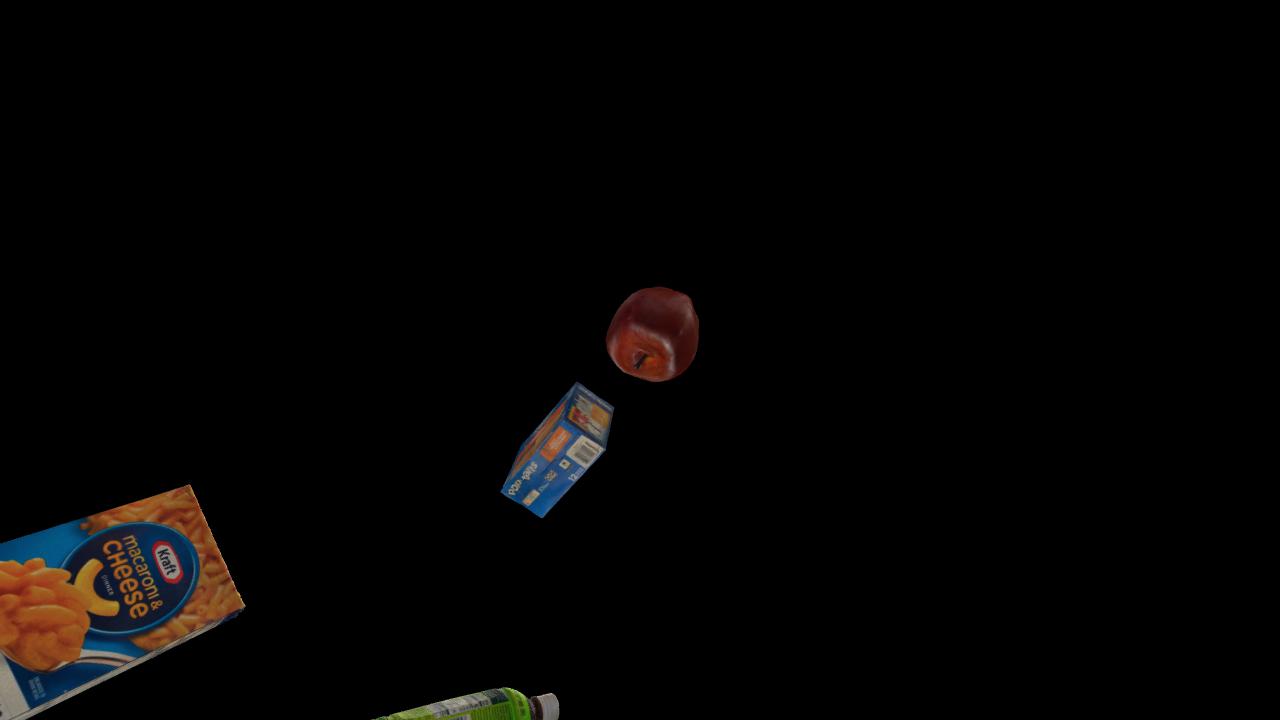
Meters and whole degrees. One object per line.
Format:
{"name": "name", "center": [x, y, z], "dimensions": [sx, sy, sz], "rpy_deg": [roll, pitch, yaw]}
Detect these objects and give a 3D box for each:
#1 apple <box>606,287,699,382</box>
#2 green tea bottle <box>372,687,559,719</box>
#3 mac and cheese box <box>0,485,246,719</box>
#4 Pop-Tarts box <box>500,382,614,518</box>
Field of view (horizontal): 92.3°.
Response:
{"name": "apple", "center": [0.012, -0.023, 0.525], "dimensions": [0.079, 0.079, 0.093], "rpy_deg": [0, 36, 24]}
{"name": "green tea bottle", "center": [-0.181, 0.391, 0.645], "dimensions": [0.212, 0.073, 0.073], "rpy_deg": [6, -4, -37]}
{"name": "mac and cheese box", "center": [-0.336, 0.145, 0.335], "dimensions": [0.041, 0.093, 0.184], "rpy_deg": [-38, -11, 35]}
{"name": "Pop-Tarts box", "center": [-0.129, 0.141, 0.984], "dimensions": [0.083, 0.167, 0.141], "rpy_deg": [38, 20, -12]}
